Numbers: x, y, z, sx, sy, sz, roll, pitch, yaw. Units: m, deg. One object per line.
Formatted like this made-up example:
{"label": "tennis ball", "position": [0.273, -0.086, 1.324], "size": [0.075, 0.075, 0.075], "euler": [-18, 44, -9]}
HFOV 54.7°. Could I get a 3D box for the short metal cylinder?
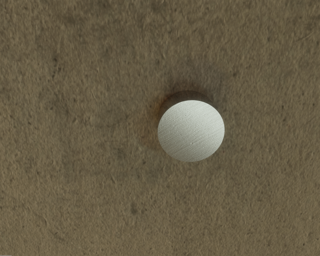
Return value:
{"label": "short metal cylinder", "position": [0.037, -0.004, 0.396], "size": [0.081, 0.050, 0.079], "euler": [0, 110, -1]}
